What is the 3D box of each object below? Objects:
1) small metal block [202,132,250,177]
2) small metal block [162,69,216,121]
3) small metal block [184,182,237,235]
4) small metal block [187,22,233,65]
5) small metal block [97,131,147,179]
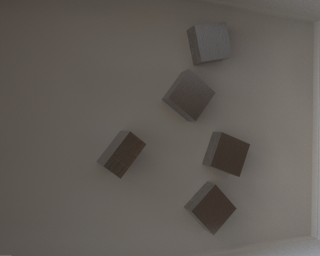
[{"bbox_3d":[0.096,0.038,0.447,0.050,0.025,0.050,22,82,-19],"label":"small metal block"},{"bbox_3d":[0.040,-0.044,0.426,0.050,0.025,0.050,39,77,-16],"label":"small metal block"},{"bbox_3d":[0.071,0.113,0.438,0.050,0.025,0.050,-45,104,-15],"label":"small metal block"},{"bbox_3d":[0.070,-0.119,0.438,0.050,0.025,0.050,-13,95,-20],"label":"small metal block"},{"bbox_3d":[-0.048,0.031,0.380,0.025,0.050,0.050,40,77,-16],"label":"small metal block"}]
